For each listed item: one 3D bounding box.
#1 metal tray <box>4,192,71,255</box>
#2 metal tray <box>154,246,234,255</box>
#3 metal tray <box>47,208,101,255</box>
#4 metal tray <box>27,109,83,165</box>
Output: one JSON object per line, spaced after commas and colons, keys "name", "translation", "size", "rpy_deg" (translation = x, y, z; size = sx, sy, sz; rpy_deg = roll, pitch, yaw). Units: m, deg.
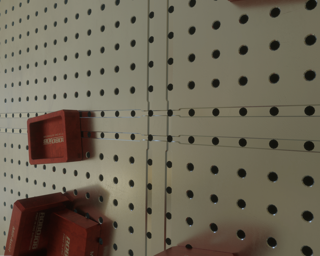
{"name": "metal tray", "translation": [-0.216, 0.184, 0.547], "size": [0.030, 0.091, 0.129], "rpy_deg": [26, 107, 37]}
{"name": "metal tray", "translation": [0.013, 0.165, 0.331], "size": [0.090, 0.131, 0.030], "rpy_deg": [-10, 84, 40]}
{"name": "metal tray", "translation": [-0.150, 0.213, 0.525], "size": [0.090, 0.030, 0.129], "rpy_deg": [12, 98, 32]}
{"name": "metal tray", "translation": [-0.196, 0.020, 0.570], "size": [0.130, 0.030, 0.090], "rpy_deg": [-8, 85, 39]}
